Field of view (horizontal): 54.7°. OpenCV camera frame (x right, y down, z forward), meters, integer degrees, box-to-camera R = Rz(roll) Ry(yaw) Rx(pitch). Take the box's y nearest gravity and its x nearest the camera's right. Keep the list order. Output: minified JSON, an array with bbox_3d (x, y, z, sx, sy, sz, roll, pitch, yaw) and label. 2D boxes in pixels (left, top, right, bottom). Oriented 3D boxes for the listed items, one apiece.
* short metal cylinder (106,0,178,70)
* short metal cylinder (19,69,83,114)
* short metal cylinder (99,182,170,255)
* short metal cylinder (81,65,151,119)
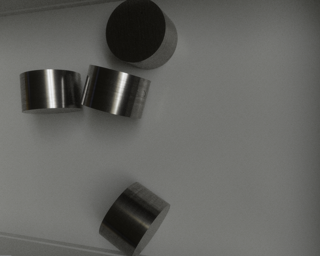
[{"bbox_3d":[-0.023,-0.120,0.404,0.080,0.050,0.079,0,90,19],"label":"short metal cylinder"},{"bbox_3d":[-0.151,-0.048,0.433,0.080,0.080,0.050,-5,89,19],"label":"short metal cylinder"},{"bbox_3d":[-0.031,0.116,0.391,0.050,0.080,0.080,32,100,17],"label":"short metal cylinder"},{"bbox_3d":[-0.057,-0.046,0.400,0.080,0.080,0.050,17,96,19],"label":"short metal cylinder"}]
